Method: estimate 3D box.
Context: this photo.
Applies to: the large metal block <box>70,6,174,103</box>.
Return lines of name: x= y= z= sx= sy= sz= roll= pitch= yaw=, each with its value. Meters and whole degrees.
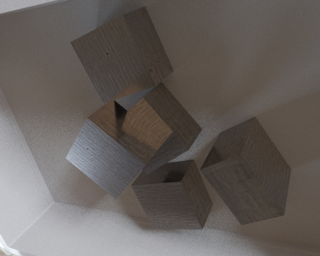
large metal block: x=-0.043 y=-0.084 z=0.363 sx=0.080 sy=0.050 sz=0.080 roll=-13 pitch=112 yaw=33

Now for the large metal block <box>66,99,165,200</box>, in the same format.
large metal block: x=-0.055 y=0.026 z=0.373 sx=0.080 sy=0.050 sz=0.080 roll=39 pitch=129 yaw=1

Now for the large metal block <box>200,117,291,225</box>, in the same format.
large metal block: x=0.100 y=0.047 z=0.349 sx=0.050 sy=0.080 sz=0.080 roll=-29 pitch=102 yaw=38

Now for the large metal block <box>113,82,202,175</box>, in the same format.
large metal block: x=-0.008 y=0.002 z=0.398 sx=0.080 sy=0.050 sz=0.080 roll=49 pitch=129 yaw=-7

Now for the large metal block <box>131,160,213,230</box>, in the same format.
large metal block: x=0.019 y=0.096 z=0.442 sx=0.080 sy=0.050 sz=0.080 roll=-11 pitch=113 yaw=33
